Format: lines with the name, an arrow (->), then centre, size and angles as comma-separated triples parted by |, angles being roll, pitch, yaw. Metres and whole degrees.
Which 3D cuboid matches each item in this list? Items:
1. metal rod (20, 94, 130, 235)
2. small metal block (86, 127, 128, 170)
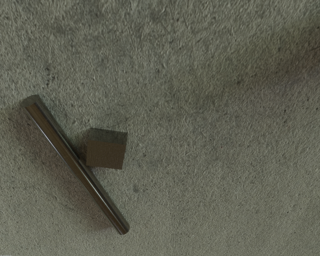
metal rod -> -0.112, 0.075, 0.469 | 0.025, 0.025, 0.299 | -14, 129, 11
small metal block -> -0.074, 0.029, 0.431 | 0.050, 0.025, 0.050 | 8, 130, -8
